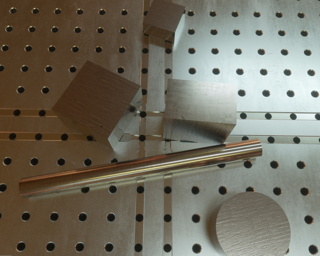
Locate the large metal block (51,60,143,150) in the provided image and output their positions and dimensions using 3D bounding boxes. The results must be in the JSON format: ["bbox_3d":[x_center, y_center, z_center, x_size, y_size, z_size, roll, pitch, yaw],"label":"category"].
[{"bbox_3d":[-0.078,-0.030,0.408,0.080,0.050,0.080,27,72,9],"label":"large metal block"}]

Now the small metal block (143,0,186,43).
[{"bbox_3d":[0.007,-0.165,0.472,0.050,0.025,0.050,19,71,6],"label":"small metal block"}]

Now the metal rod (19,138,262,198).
[{"bbox_3d":[-0.020,0.050,0.393,0.302,0.025,0.025,-9,71,-4],"label":"metal rod"}]

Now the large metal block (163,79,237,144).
[{"bbox_3d":[0.047,-0.018,0.390,0.080,0.080,0.050,5,70,1],"label":"large metal block"}]

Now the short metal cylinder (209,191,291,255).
[{"bbox_3d":[0.100,0.117,0.357,0.081,0.050,0.080,0,70,-1],"label":"short metal cylinder"}]
